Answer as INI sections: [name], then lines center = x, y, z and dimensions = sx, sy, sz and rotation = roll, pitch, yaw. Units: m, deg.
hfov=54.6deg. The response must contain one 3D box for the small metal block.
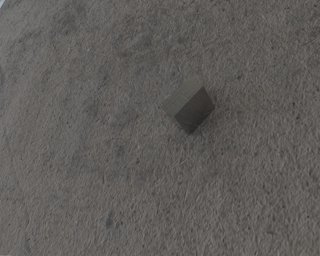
[small metal block]
center = 0.036, -0.026, 0.385
dimensions = 0.050, 0.050, 0.025
rotation = -47, 51, -4
